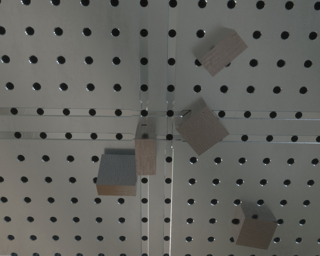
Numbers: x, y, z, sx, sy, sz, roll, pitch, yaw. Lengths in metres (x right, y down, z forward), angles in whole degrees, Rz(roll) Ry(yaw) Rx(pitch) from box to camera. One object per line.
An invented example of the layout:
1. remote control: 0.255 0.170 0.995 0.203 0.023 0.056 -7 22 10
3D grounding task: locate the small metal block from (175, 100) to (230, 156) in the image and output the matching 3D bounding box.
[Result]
1. small metal block: 0.056 0.000 0.414 0.050 0.025 0.050 -38 106 13

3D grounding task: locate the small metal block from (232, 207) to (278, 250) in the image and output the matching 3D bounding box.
1. small metal block: 0.143 0.153 0.471 0.050 0.025 0.050 11 110 -4

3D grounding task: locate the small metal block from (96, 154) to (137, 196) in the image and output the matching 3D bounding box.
1. small metal block: -0.056 0.063 0.420 0.050 0.050 0.025 2 136 -1

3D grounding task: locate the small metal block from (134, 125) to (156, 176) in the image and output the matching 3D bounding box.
1. small metal block: -0.018 0.028 0.410 0.025 0.050 0.050 -1 110 0

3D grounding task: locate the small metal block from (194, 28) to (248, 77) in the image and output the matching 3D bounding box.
1. small metal block: 0.070 -0.091 0.367 0.050 0.050 0.025 -40 105 13
